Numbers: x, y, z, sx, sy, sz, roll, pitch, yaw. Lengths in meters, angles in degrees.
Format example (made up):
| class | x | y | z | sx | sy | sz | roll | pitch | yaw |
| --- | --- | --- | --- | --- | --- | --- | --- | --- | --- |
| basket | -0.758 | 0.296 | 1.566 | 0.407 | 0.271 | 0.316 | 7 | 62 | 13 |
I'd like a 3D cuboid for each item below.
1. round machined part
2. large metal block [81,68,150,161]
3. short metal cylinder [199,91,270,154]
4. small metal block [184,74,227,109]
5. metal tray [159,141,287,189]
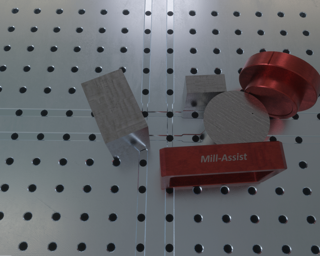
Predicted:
| class | x | y | z | sx | sy | sz | roll | pitch | yaw |
| --- | --- | --- | --- | --- | --- | --- | --- | --- | --- |
| round machined part | 0.146 | -0.048 | 0.391 | 0.098 | 0.098 | 0.042 | 27 | 73 | 9 |
| large metal block | -0.052 | -0.013 | 0.387 | 0.050 | 0.080 | 0.080 | -23 | 72 | -8 |
| short metal cylinder | 0.093 | -0.001 | 0.400 | 0.081 | 0.050 | 0.080 | 0 | 70 | 0 |
| small metal block | 0.058 | -0.048 | 0.416 | 0.050 | 0.050 | 0.025 | -3 | 70 | -1 |
| metal tray | 0.066 | 0.046 | 0.360 | 0.131 | 0.090 | 0.030 | -3 | 70 | -1 |
